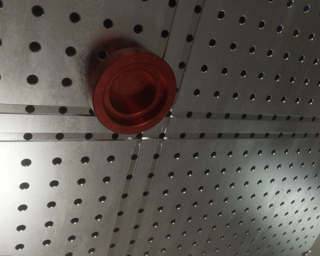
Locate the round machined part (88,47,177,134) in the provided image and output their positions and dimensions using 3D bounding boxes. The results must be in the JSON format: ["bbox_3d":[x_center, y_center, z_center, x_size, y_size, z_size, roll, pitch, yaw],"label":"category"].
[{"bbox_3d":[-0.034,-0.045,0.355,0.099,0.042,0.097,-14,125,-21],"label":"round machined part"}]
